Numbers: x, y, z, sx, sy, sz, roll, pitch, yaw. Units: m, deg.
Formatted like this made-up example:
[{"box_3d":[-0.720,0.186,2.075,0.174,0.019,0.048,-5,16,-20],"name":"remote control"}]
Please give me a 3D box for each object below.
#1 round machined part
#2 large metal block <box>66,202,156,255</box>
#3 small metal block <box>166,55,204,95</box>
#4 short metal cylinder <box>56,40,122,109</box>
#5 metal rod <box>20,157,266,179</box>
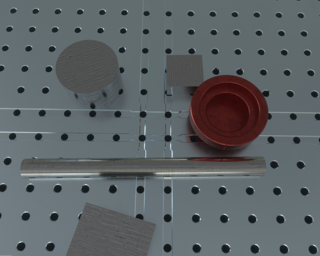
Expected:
[{"box_3d":[0.088,-0.017,0.410,0.099,0.042,0.098,0,70,-1],"name":"round machined part"},{"box_3d":[-0.055,0.137,0.348,0.080,0.050,0.080,16,71,5],"name":"large metal block"},{"box_3d":[0.035,-0.075,0.440,0.050,0.025,0.050,-1,70,-1],"name":"small metal block"},{"box_3d":[-0.095,-0.072,0.424,0.081,0.050,0.080,0,70,-1],"name":"short metal cylinder"},{"box_3d":[-0.020,0.050,0.393,0.302,0.025,0.025,0,70,-1],"name":"metal rod"}]
